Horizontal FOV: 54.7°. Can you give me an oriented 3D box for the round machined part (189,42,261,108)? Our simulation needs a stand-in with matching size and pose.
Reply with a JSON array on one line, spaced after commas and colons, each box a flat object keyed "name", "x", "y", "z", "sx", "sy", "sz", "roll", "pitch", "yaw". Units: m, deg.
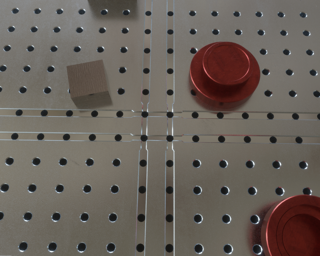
[{"name": "round machined part", "x": 0.091, "y": -0.080, "z": 0.433, "sx": 0.099, "sy": 0.042, "sz": 0.098, "roll": 0, "pitch": 70, "yaw": 0}]

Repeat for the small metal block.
[{"name": "small metal block", "x": -0.100, "y": -0.064, "z": 0.434, "sx": 0.050, "sy": 0.025, "sz": 0.050, "roll": -12, "pitch": 71, "yaw": -4}]

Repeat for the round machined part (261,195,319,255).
[{"name": "round machined part", "x": 0.165, "y": 0.129, "z": 0.357, "sx": 0.099, "sy": 0.042, "sz": 0.098, "roll": 0, "pitch": 70, "yaw": 0}]
